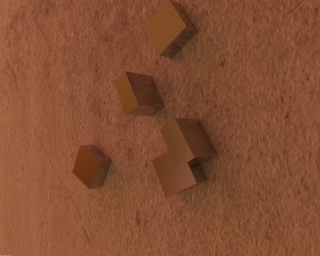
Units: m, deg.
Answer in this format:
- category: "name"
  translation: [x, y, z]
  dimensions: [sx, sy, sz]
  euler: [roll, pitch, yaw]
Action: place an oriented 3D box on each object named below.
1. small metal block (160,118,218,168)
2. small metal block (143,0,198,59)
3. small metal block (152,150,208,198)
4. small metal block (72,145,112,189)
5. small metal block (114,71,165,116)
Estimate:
- category: "small metal block"
  translation: [0.034, 0.016, 0.359]
  dimensions: [0.025, 0.050, 0.050]
  euler: [-38, 67, 33]
- category: "small metal block"
  translation: [0.012, -0.126, 0.393]
  dimensions: [0.050, 0.025, 0.050]
  euler: [-41, 65, 32]
- category: "small metal block"
  translation: [0.024, 0.052, 0.384]
  dimensions: [0.050, 0.025, 0.050]
  euler: [-34, 69, 34]
- category: "small metal block"
  translation: [-0.109, 0.061, 0.492]
  dimensions: [0.050, 0.025, 0.050]
  euler: [32, 110, 35]
- category: "small metal block"
  translation: [-0.027, -0.044, 0.409]
  dimensions: [0.025, 0.050, 0.050]
  euler: [-34, 70, 35]
